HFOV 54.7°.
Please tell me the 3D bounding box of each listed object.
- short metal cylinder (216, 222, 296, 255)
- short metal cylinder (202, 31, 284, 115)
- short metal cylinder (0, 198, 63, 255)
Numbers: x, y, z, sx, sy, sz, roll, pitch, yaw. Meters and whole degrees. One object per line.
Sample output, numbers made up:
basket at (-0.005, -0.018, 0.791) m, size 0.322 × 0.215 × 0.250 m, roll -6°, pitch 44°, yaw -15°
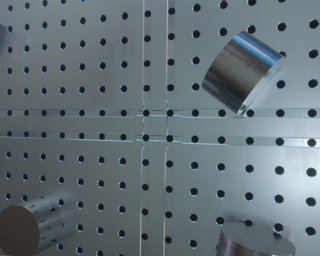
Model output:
short metal cylinder at (0.104, 0.146, 0.347) m, size 0.080 × 0.080 × 0.050 m, roll 12°, pitch 94°, yaw 19°
short metal cylinder at (0.093, -0.061, 0.350) m, size 0.050 × 0.080 × 0.080 m, roll 40°, pitch 103°, yaw 15°
short metal cylinder at (-0.197, 0.151, 0.469) m, size 0.080 × 0.050 × 0.079 m, roll 0°, pitch 90°, yaw 20°
